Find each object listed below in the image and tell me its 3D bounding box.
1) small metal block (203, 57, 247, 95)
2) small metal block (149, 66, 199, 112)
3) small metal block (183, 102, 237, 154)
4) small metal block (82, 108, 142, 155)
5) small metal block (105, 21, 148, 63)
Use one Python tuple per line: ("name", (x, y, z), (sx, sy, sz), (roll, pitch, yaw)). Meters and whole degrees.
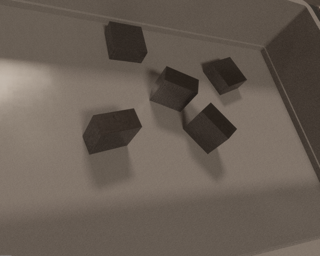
("small metal block", (0.110, -0.088, 0.521), (0.050, 0.025, 0.050), (-23, 75, -37))
("small metal block", (0.019, -0.053, 0.434), (0.050, 0.050, 0.025), (20, 54, -17))
("small metal block", (0.068, 0.001, 0.427), (0.050, 0.050, 0.025), (46, 51, 3))
("small metal block", (-0.056, 0.004, 0.358), (0.050, 0.050, 0.025), (-13, 69, -34))
("small metal block", (-0.051, -0.126, 0.457), (0.050, 0.025, 0.050), (1, 61, -28))
